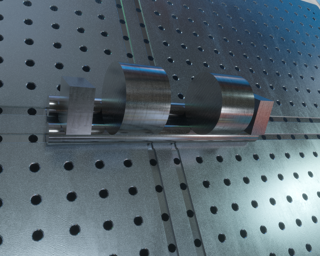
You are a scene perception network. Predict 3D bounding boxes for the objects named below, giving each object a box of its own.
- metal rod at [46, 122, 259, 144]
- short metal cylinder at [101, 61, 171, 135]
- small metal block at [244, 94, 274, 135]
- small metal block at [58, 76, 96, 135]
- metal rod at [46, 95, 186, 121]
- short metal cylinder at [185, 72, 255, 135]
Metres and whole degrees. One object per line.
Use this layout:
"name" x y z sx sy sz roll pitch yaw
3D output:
"metal rod" 0.010 0.007 0.409 0.303 0.025 0.025 1 62 -28
"short metal cylinder" -0.029 -0.032 0.348 0.050 0.080 0.080 1 62 -28
"small metal block" 0.130 -0.022 0.446 0.025 0.050 0.050 0 21 -28
"small metal block" -0.090 -0.025 0.330 0.025 0.050 0.050 1 20 -28
"metal rod" 0.005 -0.023 0.425 0.303 0.025 0.025 1 62 -28
"short metal cylinder" 0.075 -0.031 0.404 0.050 0.080 0.080 1 62 -28
